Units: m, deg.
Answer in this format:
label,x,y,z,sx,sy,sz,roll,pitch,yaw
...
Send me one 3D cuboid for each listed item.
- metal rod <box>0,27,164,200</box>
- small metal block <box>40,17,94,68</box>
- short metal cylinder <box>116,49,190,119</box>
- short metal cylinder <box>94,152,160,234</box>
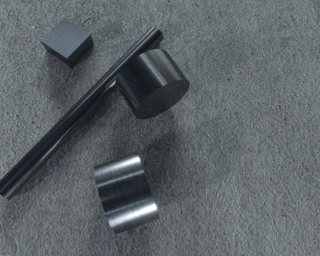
label,x,y,z,sx,sy,sz,roll,pitch,yaw
metal rod,-0.098,-0.030,0.418,0.025,0.025,0.301,37,74,12
small metal block,-0.134,-0.125,0.453,0.050,0.025,0.050,35,73,11
short metal cylinder,-0.009,-0.055,0.399,0.080,0.080,0.050,-29,73,-10
short metal cylinder,-0.038,0.073,0.352,0.050,0.080,0.080,-19,71,-7
